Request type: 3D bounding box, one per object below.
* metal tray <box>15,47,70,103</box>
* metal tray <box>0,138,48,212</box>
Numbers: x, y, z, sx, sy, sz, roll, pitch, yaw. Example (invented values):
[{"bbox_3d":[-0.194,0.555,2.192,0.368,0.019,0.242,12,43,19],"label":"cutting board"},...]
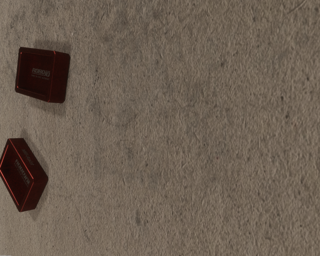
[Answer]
[{"bbox_3d":[-0.224,-0.101,0.582,0.130,0.030,0.089,16,100,38],"label":"metal tray"},{"bbox_3d":[-0.282,0.093,0.630,0.130,0.030,0.089,45,116,30],"label":"metal tray"}]
